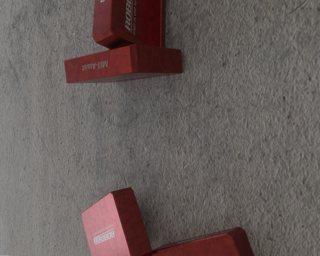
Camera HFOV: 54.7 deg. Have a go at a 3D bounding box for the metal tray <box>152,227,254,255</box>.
[{"bbox_3d":[0.051,0.175,0.360,0.130,0.030,0.090,-29,72,36],"label":"metal tray"}]

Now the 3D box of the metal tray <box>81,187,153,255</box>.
[{"bbox_3d":[-0.066,0.146,0.434,0.129,0.030,0.090,-41,63,49],"label":"metal tray"}]

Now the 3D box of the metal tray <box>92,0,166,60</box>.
[{"bbox_3d":[-0.033,-0.152,0.375,0.030,0.091,0.129,-10,74,39],"label":"metal tray"}]

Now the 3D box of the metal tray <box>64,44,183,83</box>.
[{"bbox_3d":[-0.048,-0.079,0.400,0.130,0.091,0.030,0,97,40],"label":"metal tray"}]
